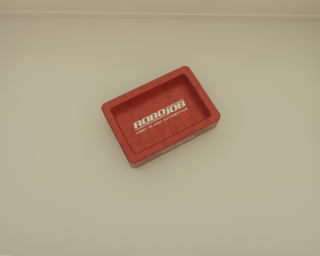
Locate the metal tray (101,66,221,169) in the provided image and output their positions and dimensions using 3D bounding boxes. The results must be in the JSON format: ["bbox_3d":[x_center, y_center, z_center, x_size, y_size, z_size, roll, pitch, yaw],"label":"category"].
[{"bbox_3d":[0.001,-0.016,0.410,0.131,0.030,0.090,-27,73,-10],"label":"metal tray"}]
